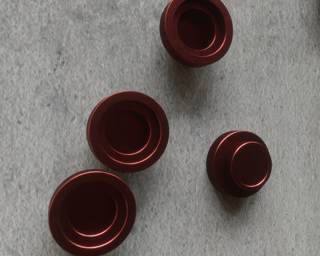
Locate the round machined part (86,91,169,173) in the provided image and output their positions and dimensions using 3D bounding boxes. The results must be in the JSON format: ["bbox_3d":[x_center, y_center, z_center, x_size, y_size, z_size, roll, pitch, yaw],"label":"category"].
[{"bbox_3d":[-0.042,0.005,0.385,0.099,0.042,0.097,0,90,-21],"label":"round machined part"}]

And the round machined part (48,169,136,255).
[{"bbox_3d":[-0.082,0.098,0.371,0.099,0.042,0.097,0,90,-21],"label":"round machined part"}]

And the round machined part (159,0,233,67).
[{"bbox_3d":[0.045,-0.130,0.418,0.099,0.042,0.097,0,90,-21],"label":"round machined part"}]

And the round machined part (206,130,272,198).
[{"bbox_3d":[0.120,0.052,0.446,0.099,0.042,0.097,0,90,-21],"label":"round machined part"}]
